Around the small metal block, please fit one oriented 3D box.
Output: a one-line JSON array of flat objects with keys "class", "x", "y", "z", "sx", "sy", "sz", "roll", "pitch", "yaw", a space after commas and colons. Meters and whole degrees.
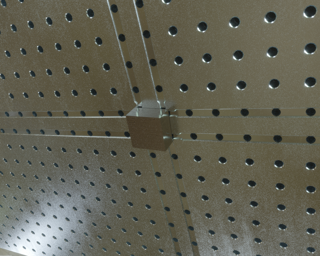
[{"class": "small metal block", "x": -0.014, "y": 0.001, "z": 0.417, "sx": 0.050, "sy": 0.025, "sz": 0.050, "roll": 5, "pitch": 121, "yaw": 25}]
